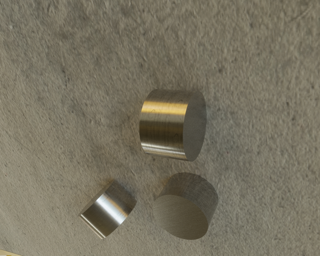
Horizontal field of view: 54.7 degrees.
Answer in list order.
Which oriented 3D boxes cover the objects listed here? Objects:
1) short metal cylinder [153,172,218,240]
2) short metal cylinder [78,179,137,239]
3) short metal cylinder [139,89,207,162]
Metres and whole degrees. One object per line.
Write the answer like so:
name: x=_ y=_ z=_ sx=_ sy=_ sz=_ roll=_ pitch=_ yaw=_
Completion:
short metal cylinder: x=0.037 y=0.110 z=0.438 sx=0.080 sy=0.050 sz=0.079 roll=13 pitch=124 yaw=20
short metal cylinder: x=-0.083 y=0.127 z=0.492 sx=0.050 sy=0.080 sz=0.080 roll=46 pitch=129 yaw=-4
short metal cylinder: x=0.018 y=-0.004 z=0.358 sx=0.050 sy=0.080 sz=0.079 roll=6 pitch=121 yaw=25
